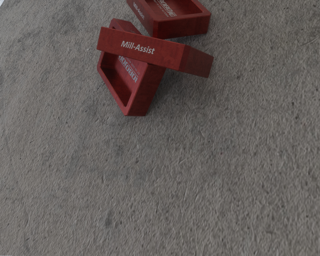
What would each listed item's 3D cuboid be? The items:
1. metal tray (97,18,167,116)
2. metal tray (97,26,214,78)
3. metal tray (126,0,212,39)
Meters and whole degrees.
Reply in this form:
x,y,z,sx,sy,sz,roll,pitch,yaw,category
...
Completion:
x,y,z,sx,sy,sz,roll,pitch,yaw,category
-0.046,-0.089,0.448,0.130,0.030,0.089,55,132,39,metal tray
-0.005,-0.099,0.409,0.130,0.090,0.030,20,102,26,metal tray
0.010,-0.188,0.483,0.091,0.030,0.130,-13,49,-18,metal tray
